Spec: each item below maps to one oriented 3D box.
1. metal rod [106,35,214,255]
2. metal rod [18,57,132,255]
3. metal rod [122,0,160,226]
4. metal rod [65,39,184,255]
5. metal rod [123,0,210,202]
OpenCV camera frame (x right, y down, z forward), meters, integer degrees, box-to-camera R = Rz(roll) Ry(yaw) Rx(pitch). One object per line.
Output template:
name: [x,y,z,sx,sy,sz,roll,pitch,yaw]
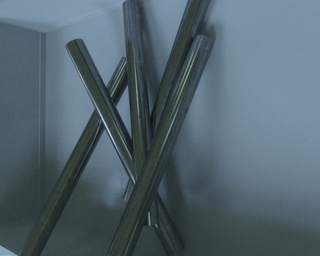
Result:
metal rod: [-0.003,0.034,0.340,0.025,0.025,0.299,14,78,39]
metal rod: [-0.107,0.038,0.419,0.025,0.025,0.299,18,78,38]
metal rod: [-0.027,-0.031,0.398,0.025,0.025,0.299,-18,70,38]
metal rod: [-0.047,0.021,0.401,0.025,0.025,0.299,-30,85,36]
metal rod: [0.007,-0.036,0.399,0.025,0.025,0.298,30,108,36]
